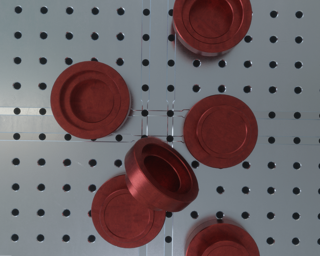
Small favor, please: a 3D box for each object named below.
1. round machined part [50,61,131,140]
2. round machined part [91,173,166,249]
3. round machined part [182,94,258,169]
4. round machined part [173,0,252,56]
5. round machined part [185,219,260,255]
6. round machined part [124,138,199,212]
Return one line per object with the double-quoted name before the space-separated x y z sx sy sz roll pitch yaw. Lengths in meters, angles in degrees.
"round machined part" -0.087 -0.034 0.404 0.099 0.042 0.097 0 90 0
"round machined part" -0.041 0.109 0.405 0.099 0.042 0.097 0 90 0
"round machined part" 0.080 0.005 0.405 0.099 0.042 0.097 0 90 0
"round machined part" 0.065 -0.142 0.405 0.099 0.042 0.097 0 90 0
"round machined part" 0.083 0.174 0.405 0.099 0.042 0.097 0 90 0
"round machined part" -0.003 0.062 0.382 0.098 0.098 0.042 42 116 0
